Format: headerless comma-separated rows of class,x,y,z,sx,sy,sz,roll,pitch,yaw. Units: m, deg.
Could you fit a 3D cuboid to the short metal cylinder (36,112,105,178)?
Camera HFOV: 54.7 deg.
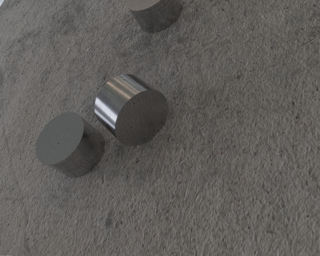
short metal cylinder,-0.126,0.024,0.440,0.080,0.050,0.080,-13,56,21

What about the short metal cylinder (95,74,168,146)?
short metal cylinder,-0.037,-0.023,0.402,0.080,0.080,0.050,-47,51,-5

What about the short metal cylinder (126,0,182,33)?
short metal cylinder,-0.010,-0.208,0.521,0.080,0.050,0.080,-13,56,21
